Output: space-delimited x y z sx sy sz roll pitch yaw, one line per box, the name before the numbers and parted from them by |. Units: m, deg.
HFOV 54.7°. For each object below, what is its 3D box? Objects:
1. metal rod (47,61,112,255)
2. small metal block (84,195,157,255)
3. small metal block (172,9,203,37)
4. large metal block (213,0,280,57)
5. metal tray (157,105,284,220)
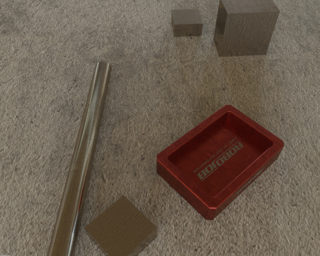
metal rod | -0.092 0.021 0.383 0.025 0.025 0.300 2 50 1
small metal block | -0.039 0.106 0.314 0.050 0.025 0.050 37 59 27
small metal block | 0.048 -0.192 0.566 0.050 0.025 0.050 -3 50 -3
large metal block | 0.138 -0.166 0.509 0.081 0.080 0.050 -4 50 -4
metal tray | 0.072 0.035 0.371 0.131 0.030 0.090 -34 58 -26
